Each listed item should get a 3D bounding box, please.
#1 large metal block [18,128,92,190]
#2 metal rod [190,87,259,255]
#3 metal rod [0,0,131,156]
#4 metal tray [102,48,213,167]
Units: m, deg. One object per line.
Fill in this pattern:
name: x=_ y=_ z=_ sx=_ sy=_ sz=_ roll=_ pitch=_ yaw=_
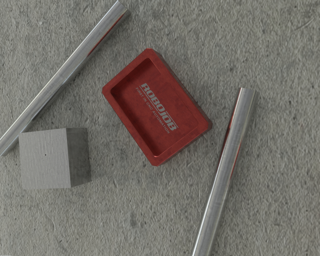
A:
large metal block: x=-0.151 y=0.043 z=0.447 sx=0.080 sy=0.050 sz=0.080 roll=-6 pitch=88 yaw=19
metal rod: x=0.068 y=0.098 z=0.384 sx=0.025 sy=0.025 sz=0.298 roll=17 pitch=95 yaw=19
metal rod: x=-0.153 y=-0.066 z=0.461 sx=0.299 sy=0.025 sz=0.025 roll=-44 pitch=77 yaw=14
metal tray: x=-0.005 y=-0.027 z=0.407 sx=0.090 sy=0.030 sz=0.130 roll=-39 pitch=78 yaw=15
